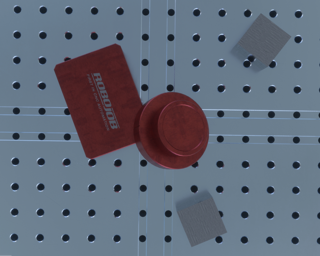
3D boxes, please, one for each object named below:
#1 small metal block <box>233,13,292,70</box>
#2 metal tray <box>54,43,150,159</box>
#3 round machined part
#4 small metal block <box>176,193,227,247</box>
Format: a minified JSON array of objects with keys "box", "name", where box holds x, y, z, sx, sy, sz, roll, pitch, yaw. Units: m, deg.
[{"box":[0.135,-0.114,0.414,0.050,0.025,0.050,38,90,0],"name":"small metal block"},{"box":[-0.072,-0.034,0.410,0.090,0.030,0.129,-20,90,0],"name":"metal tray"},{"box":[0.020,0.002,0.386,0.099,0.042,0.097,4,81,-24],"name":"round machined part"},{"box":[0.055,0.122,0.414,0.050,0.025,0.050,-22,90,0],"name":"small metal block"}]
